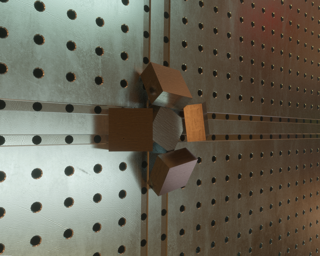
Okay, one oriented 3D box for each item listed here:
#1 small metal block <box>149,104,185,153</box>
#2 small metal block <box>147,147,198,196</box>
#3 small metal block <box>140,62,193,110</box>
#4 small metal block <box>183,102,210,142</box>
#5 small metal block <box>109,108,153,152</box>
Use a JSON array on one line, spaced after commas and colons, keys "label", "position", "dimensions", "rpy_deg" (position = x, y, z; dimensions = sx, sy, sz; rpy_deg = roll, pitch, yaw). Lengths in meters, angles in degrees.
[{"label": "small metal block", "position": [0.002, 0.001, 0.412], "dimensions": [0.050, 0.025, 0.050], "rpy_deg": [39, 66, -34]}, {"label": "small metal block", "position": [0.016, 0.057, 0.409], "dimensions": [0.050, 0.025, 0.050], "rpy_deg": [-12, 133, -40]}, {"label": "small metal block", "position": [0.008, -0.054, 0.401], "dimensions": [0.050, 0.025, 0.050], "rpy_deg": [8, 49, -40]}, {"label": "small metal block", "position": [0.053, -0.010, 0.440], "dimensions": [0.050, 0.025, 0.050], "rpy_deg": [-29, 112, -74]}, {"label": "small metal block", "position": [-0.035, 0.002, 0.367], "dimensions": [0.050, 0.025, 0.050], "rpy_deg": [0, 90, -6]}]
